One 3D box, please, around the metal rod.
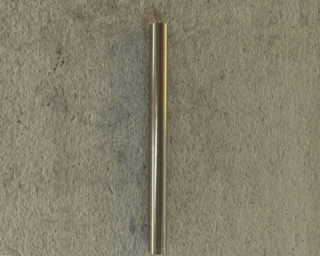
[{"bbox_3d":[-0.003,0.014,0.410,0.025,0.025,0.298,0,90,-20],"label":"metal rod"}]
